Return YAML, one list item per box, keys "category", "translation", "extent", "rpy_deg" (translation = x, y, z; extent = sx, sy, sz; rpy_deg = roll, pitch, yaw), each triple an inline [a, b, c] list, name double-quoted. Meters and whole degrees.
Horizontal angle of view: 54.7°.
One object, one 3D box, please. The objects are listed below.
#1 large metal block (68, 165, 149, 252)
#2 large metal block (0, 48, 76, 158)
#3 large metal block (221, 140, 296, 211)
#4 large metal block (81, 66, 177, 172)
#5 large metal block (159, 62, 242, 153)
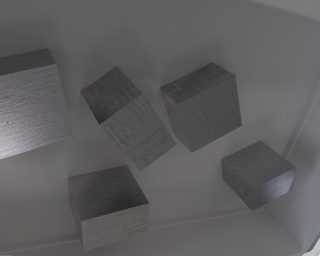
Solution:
- category: "large metal block"
  translation: [-0.068, 0.098, 0.397]
  extent: [0.081, 0.080, 0.050]
  rpy_deg: [-9, 123, -24]
- category: "large metal block"
  translation: [-0.136, -0.024, 0.303]
  extent: [0.081, 0.050, 0.079]
  rpy_deg: [-18, 126, -18]
- category: "large metal block"
  translation: [0.158, 0.075, 0.506]
  extent: [0.081, 0.080, 0.050]
  rpy_deg: [-23, 127, -15]
- category: "large metal block"
  translation: [-0.035, -0.012, 0.346]
  extent: [0.050, 0.080, 0.080]
  rpy_deg: [-37, 129, -3]
- category: "large metal block"
  translation: [0.055, -0.027, 0.406]
  extent: [0.080, 0.050, 0.080]
  rpy_deg: [-27, 128, -11]
